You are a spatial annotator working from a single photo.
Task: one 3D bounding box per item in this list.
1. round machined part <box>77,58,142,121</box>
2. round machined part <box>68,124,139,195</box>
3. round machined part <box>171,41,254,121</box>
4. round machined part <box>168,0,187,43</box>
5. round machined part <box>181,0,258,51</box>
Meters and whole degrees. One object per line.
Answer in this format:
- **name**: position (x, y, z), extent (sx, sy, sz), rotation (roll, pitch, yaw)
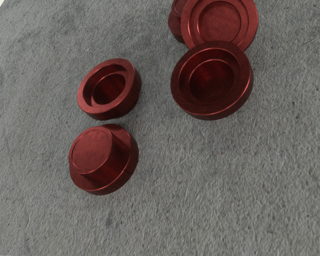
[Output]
- **round machined part**: position (-0.070, -0.053, 0.463), extent (0.098, 0.042, 0.098), rotation (-13, 56, 21)
- **round machined part**: position (-0.081, 0.037, 0.414), extent (0.098, 0.042, 0.098), rotation (-13, 56, 21)
- **round machined part**: position (0.066, -0.055, 0.385), extent (0.098, 0.042, 0.098), rotation (-9, 68, 24)
- **round machined part**: position (0.057, -0.179, 0.473), extent (0.098, 0.042, 0.098), rotation (-13, 56, 21)
- **round machined part**: position (0.080, -0.139, 0.414), extent (0.098, 0.042, 0.097), rotation (5, 107, 18)
